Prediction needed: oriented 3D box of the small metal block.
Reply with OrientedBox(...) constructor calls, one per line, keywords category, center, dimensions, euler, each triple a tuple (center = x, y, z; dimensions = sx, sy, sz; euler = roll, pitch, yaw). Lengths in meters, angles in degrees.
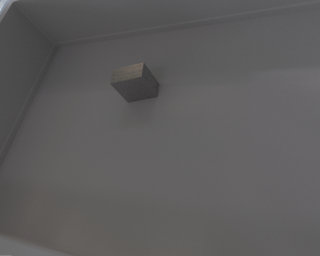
OrientedBox(category="small metal block", center=(-0.036, -0.064, 0.449), dimensions=(0.050, 0.050, 0.025), euler=(-8, 58, 24))
